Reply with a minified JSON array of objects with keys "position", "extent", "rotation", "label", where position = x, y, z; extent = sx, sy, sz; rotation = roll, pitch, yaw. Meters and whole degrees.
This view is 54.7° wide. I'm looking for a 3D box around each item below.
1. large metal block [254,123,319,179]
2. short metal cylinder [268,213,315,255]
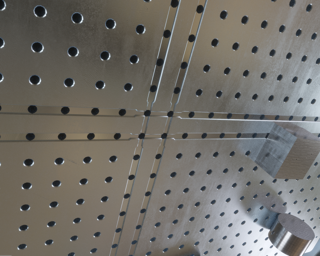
[{"position":[0.228,0.042,0.546],"extent":[0.081,0.050,0.079],"rotation":[7,115,-32],"label":"large metal block"},{"position":[0.285,0.233,0.675],"extent":[0.081,0.080,0.050],"rotation":[5,116,-31],"label":"short metal cylinder"}]
